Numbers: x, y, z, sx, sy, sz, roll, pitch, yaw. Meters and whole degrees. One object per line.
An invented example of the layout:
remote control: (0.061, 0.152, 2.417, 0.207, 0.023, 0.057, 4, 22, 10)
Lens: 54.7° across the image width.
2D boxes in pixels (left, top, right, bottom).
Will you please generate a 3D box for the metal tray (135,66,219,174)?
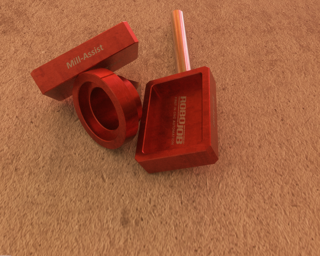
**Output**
metal tray: (0.023, -0.013, 0.383, 0.090, 0.030, 0.130, -12, 50, 22)

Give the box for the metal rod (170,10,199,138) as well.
metal rod: (0.037, -0.095, 0.483, 0.025, 0.025, 0.300, -1, 50, -1)

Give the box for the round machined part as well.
round machined part: (-0.060, -0.027, 0.379, 0.098, 0.097, 0.042, 36, 45, 26)

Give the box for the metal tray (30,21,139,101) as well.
metal tray: (-0.092, -0.084, 0.409, 0.131, 0.090, 0.030, -30, 92, -5)

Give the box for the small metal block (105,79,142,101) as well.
small metal block: (-0.060, -0.046, 0.441, 0.050, 0.025, 0.050, 17, 52, 13)
